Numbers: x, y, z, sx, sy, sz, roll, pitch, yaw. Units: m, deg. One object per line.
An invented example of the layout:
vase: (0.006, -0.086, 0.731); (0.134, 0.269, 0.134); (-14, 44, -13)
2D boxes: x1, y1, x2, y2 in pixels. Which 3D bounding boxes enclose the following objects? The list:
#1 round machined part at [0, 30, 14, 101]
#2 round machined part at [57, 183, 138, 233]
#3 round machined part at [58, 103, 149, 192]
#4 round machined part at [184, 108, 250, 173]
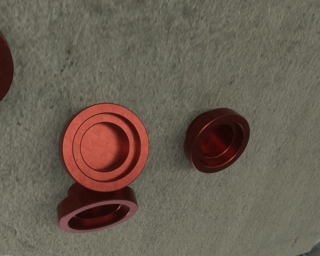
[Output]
round machined part: (-0.179, -0.059, 0.262); (0.099, 0.042, 0.097); (-14, 125, -21)
round machined part: (-0.081, 0.095, 0.397); (0.099, 0.042, 0.098); (-14, 147, -9)
round machined part: (-0.066, 0.021, 0.357); (0.099, 0.042, 0.097); (1, 88, -27)
round machined part: (0.078, 0.014, 0.449); (0.099, 0.042, 0.097); (-14, 125, -21)
